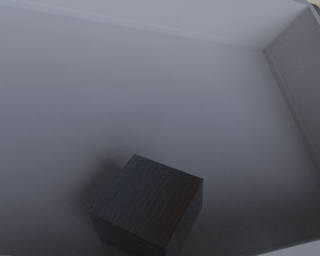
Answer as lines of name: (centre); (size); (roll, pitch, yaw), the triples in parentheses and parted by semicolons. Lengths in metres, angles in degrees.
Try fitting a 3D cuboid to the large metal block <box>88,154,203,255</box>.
large metal block: (-0.010, 0.082, 0.311); (0.080, 0.050, 0.080); (18, 47, 23)
